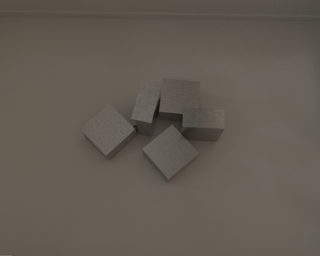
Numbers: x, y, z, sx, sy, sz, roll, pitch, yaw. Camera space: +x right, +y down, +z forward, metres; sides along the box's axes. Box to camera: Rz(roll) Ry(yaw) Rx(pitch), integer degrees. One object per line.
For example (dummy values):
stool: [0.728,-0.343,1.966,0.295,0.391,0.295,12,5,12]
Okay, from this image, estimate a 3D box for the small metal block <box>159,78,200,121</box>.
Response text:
small metal block: [0.026,-0.038,0.422,0.050,0.025,0.050,6,70,2]

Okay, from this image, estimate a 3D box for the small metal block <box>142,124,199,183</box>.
small metal block: [0.013,0.033,0.395,0.050,0.025,0.050,-39,75,-13]

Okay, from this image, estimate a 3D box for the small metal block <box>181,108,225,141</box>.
small metal block: [0.052,-0.003,0.396,0.050,0.050,0.025,3,70,1]

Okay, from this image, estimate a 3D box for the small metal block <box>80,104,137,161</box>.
small metal block: [-0.067,0.005,0.405,0.050,0.025,0.050,-43,76,-14]

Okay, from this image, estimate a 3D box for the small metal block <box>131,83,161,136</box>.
small metal block: [-0.017,-0.023,0.402,0.025,0.050,0.050,12,71,4]
